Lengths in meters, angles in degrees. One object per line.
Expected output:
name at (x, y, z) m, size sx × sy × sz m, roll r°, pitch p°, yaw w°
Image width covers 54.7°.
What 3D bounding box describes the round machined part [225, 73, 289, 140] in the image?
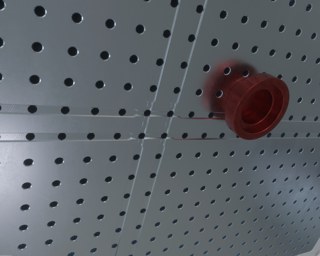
round machined part at (0.136, -0.034, 0.453) m, size 0.099 × 0.042 × 0.097 m, roll -14°, pitch 124°, yaw -21°
